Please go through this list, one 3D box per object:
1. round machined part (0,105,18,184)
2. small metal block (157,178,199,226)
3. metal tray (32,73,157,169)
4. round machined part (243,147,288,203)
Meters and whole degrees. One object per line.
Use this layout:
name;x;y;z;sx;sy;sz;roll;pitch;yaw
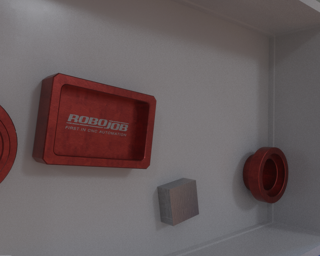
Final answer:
round machined part;-0.165;0.015;0.251;0.099;0.042;0.097;-1;91;-48
small metal block;0.026;0.101;0.431;0.050;0.025;0.050;-10;97;-40
metal tray;-0.067;-0.002;0.348;0.131;0.030;0.089;9;84;-40
round machined part;0.186;0.082;0.555;0.099;0.042;0.097;0;90;-40
